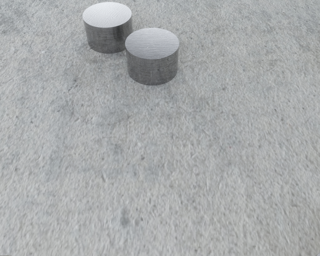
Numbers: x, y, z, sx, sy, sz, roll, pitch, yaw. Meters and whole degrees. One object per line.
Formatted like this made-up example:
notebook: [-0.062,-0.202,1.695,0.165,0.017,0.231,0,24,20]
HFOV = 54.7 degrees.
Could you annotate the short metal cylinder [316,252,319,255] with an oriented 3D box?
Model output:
short metal cylinder: [0.161,0.148,0.265,0.081,0.050,0.080,0,50,0]

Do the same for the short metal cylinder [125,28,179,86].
short metal cylinder: [-0.012,-0.111,0.481,0.081,0.050,0.080,0,50,0]

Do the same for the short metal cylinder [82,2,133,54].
short metal cylinder: [-0.087,-0.172,0.531,0.081,0.050,0.080,0,50,0]
